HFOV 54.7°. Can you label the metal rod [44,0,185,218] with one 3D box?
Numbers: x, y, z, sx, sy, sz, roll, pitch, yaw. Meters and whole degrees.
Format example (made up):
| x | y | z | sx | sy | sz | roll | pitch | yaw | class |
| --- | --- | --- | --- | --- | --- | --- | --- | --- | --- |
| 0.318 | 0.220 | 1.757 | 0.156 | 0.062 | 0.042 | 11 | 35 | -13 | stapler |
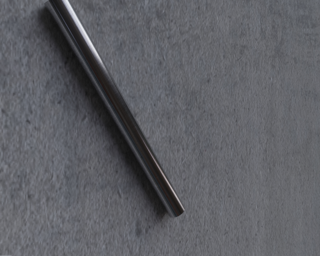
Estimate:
| x | y | z | sx | sy | sz | roll | pitch | yaw | class |
| --- | --- | --- | --- | --- | --- | --- | --- | --- | --- |
| -0.042 | -0.009 | 0.370 | 0.025 | 0.025 | 0.299 | -42 | 116 | -32 | metal rod |
